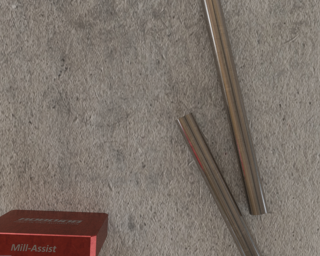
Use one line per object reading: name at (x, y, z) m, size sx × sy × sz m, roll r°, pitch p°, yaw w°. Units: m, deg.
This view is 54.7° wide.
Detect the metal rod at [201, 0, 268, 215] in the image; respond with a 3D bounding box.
metal rod at (0.098, -0.034, 0.411) m, size 0.025 × 0.025 × 0.298 m, roll -13°, pitch 90°, yaw 0°

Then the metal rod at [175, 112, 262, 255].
metal rod at (0.097, 0.119, 0.411) m, size 0.025 × 0.025 × 0.299 m, roll -26°, pitch 90°, yaw 0°

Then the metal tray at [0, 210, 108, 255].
metal tray at (-0.135, 0.128, 0.375) m, size 0.131 × 0.090 × 0.030 m, roll 2°, pitch 90°, yaw -1°
